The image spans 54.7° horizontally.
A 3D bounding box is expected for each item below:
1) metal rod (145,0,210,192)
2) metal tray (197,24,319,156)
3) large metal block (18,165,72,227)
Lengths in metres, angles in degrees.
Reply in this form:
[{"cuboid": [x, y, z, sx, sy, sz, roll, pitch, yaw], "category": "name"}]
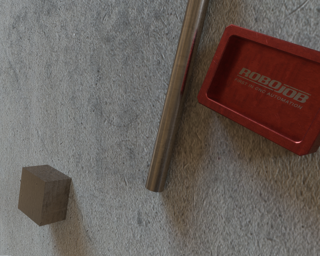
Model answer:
[{"cuboid": [0.026, -0.063, 0.383, 0.025, 0.025, 0.298, 21, 103, 38], "category": "metal rod"}, {"cuboid": [0.109, -0.041, 0.311, 0.130, 0.030, 0.089, 33, 110, 35], "category": "metal tray"}, {"cuboid": [-0.211, 0.119, 0.563, 0.080, 0.050, 0.079, 17, 101, 38], "category": "large metal block"}]
